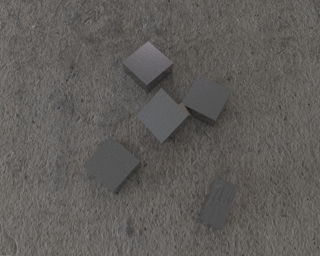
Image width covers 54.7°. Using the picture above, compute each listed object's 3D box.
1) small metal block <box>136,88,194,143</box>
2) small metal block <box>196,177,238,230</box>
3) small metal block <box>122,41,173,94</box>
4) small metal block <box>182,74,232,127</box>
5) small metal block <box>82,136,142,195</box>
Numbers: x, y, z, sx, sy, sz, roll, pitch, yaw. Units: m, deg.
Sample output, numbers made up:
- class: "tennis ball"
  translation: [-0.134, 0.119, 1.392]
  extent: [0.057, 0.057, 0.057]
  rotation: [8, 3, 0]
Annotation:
- class: "small metal block"
  translation: [0.007, -0.016, 0.402]
  extent: [0.050, 0.025, 0.050]
  rotation: [47, 107, 15]
- class: "small metal block"
  translation: [0.065, 0.090, 0.362]
  extent: [0.025, 0.050, 0.050]
  rotation: [23, 72, 8]
- class: "small metal block"
  translation: [-0.017, -0.086, 0.439]
  extent: [0.050, 0.025, 0.050]
  rotation: [-42, 76, -14]
- class: "small metal block"
  translation: [0.062, -0.037, 0.422]
  extent: [0.050, 0.025, 0.050]
  rotation: [28, 72, 9]
- class: "small metal block"
  translation: [-0.059, 0.048, 0.390]
  extent: [0.050, 0.025, 0.050]
  rotation: [38, 74, 12]
